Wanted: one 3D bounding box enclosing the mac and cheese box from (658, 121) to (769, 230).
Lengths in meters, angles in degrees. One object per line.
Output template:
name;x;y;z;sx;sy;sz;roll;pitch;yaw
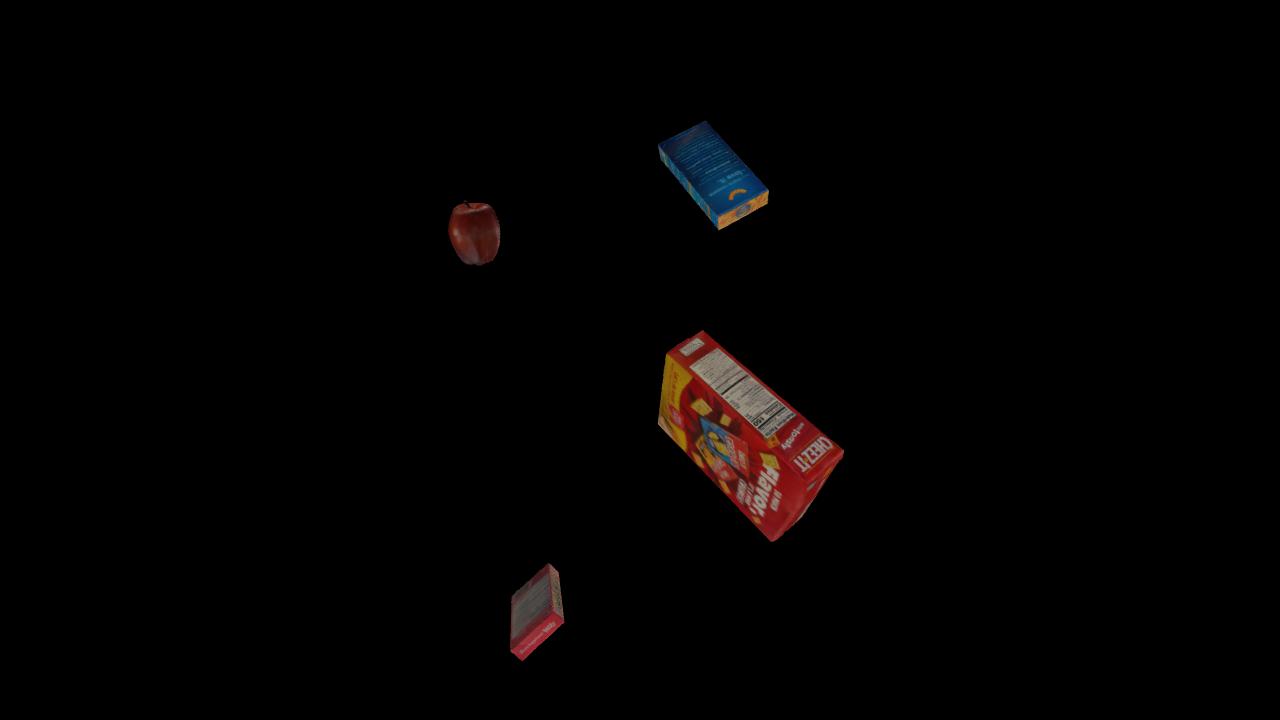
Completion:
mac and cheese box;0.114;-0.296;0.975;0.093;0.184;0.041;-28;-28;-6

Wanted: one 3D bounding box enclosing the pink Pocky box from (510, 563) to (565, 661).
pink Pocky box;-0.160;0.383;0.947;0.084;0.029;0.155;-42;13;-3

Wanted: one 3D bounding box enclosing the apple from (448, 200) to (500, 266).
apple;-0.245;-0.189;0.908;0.079;0.093;0.079;-5;24;2

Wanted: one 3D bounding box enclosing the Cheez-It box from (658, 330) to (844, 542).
Cheez-It box;0.120;0.093;0.751;0.071;0.223;0.166;-33;-29;-25
